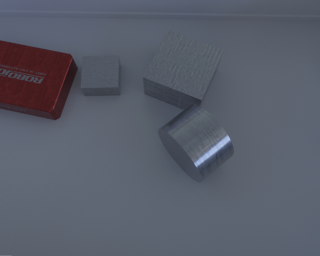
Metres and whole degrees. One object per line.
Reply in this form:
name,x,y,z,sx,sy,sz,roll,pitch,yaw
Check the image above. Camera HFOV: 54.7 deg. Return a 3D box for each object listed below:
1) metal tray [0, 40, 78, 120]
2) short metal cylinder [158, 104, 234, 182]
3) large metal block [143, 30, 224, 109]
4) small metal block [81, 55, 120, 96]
metal tray,-0.193,-0.069,0.430,0.131,0.030,0.090,12,70,4
short metal cylinder,0.042,0.018,0.374,0.050,0.080,0.080,-37,75,-13
large metal block,0.031,-0.075,0.424,0.080,0.050,0.080,23,71,7
small metal block,-0.082,-0.073,0.435,0.050,0.025,0.050,-2,70,-1
